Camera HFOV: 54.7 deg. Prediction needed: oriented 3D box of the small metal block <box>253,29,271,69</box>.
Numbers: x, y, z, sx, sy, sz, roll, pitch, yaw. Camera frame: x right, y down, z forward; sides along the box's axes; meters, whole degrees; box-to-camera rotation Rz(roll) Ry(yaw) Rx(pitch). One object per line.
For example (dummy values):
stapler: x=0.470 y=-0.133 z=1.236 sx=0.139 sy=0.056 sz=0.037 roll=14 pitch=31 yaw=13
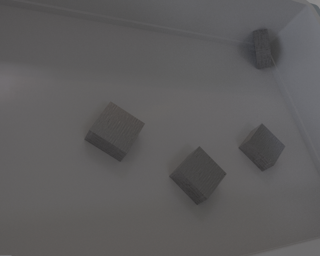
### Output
small metal block: x=0.191 y=-0.146 z=0.577 sx=0.025 sy=0.050 sz=0.050 roll=-7 pitch=60 yaw=17

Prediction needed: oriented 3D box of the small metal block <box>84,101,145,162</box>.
small metal block: x=-0.054 y=0.004 z=0.374 sx=0.050 sy=0.025 sz=0.050 roll=33 pitch=51 yaw=-7

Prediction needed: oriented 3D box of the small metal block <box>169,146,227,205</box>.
small metal block: x=0.049 y=0.060 z=0.395 sx=0.050 sy=0.025 sz=0.050 roll=46 pitch=51 yaw=4

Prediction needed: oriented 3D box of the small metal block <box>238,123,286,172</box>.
small metal block: x=0.156 y=0.029 z=0.471 sx=0.050 sy=0.025 sz=0.050 roll=46 pitch=51 yaw=3
